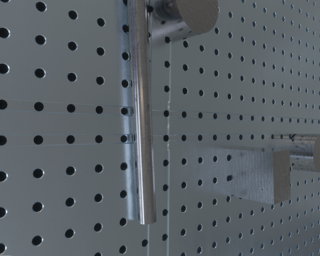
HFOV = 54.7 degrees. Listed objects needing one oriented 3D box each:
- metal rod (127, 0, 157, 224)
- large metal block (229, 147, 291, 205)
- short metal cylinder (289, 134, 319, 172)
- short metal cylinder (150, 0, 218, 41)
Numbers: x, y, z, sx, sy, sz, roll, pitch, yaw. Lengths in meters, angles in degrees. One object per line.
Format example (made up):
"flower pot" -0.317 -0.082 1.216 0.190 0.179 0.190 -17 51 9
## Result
"metal rod" -0.023 -0.030 0.390 0.025 0.025 0.298 -4 93 -40
"large metal block" 0.164 0.075 0.512 0.050 0.080 0.079 -3 92 -40
"short metal cylinder" 0.320 0.053 0.662 0.081 0.050 0.079 0 90 -40
"short metal cylinder" 0.034 -0.164 0.421 0.081 0.050 0.079 0 90 -40
